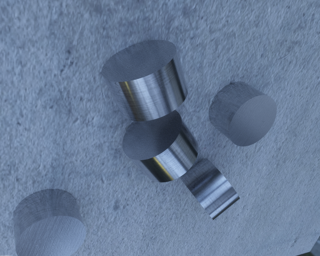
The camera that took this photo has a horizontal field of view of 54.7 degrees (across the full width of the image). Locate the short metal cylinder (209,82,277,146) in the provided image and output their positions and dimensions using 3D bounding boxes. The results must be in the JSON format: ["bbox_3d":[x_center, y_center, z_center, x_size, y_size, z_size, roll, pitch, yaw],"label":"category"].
[{"bbox_3d":[0.118,-0.020,0.445,0.081,0.050,0.079,-14,125,-21],"label":"short metal cylinder"}]

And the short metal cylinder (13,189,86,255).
[{"bbox_3d":[-0.140,0.124,0.392,0.081,0.050,0.079,-14,125,-21],"label":"short metal cylinder"}]

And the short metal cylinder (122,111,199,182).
[{"bbox_3d":[0.001,0.020,0.386,0.080,0.080,0.050,-38,130,-3],"label":"short metal cylinder"}]

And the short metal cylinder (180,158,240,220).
[{"bbox_3d":[0.075,0.092,0.471,0.050,0.080,0.080,-38,130,-3],"label":"short metal cylinder"}]

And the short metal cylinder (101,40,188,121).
[{"bbox_3d":[-0.015,-0.052,0.332,0.080,0.080,0.050,-29,129,-10],"label":"short metal cylinder"}]
